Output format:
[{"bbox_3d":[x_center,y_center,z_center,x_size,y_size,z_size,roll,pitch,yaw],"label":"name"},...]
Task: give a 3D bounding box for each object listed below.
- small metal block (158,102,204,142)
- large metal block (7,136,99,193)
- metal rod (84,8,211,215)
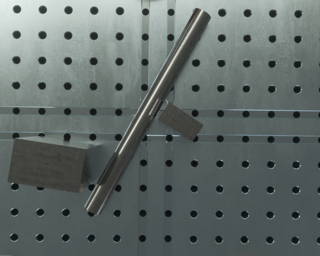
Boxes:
[{"bbox_3d":[0.025,-0.007,0.401,0.050,0.050,0.025,34,90,0],"label":"small metal block"},{"bbox_3d":[-0.126,0.042,0.385,0.080,0.080,0.050,9,90,0],"label":"large metal block"},{"bbox_3d":[-0.016,-0.022,0.413,0.025,0.025,0.299,29,90,0],"label":"metal rod"}]
